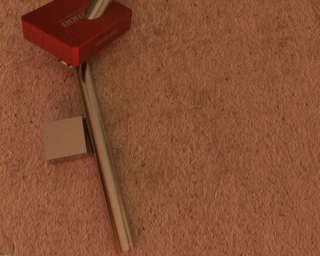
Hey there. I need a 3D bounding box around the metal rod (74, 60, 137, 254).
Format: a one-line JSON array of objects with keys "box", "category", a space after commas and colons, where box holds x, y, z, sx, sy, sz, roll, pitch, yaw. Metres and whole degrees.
[{"box": [-0.082, 0.006, 0.404, 0.025, 0.025, 0.299, -15, 71, -6], "category": "metal rod"}]

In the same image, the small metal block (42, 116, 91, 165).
[{"box": [-0.120, 0.016, 0.401, 0.050, 0.025, 0.050, -11, 71, -5], "category": "small metal block"}]

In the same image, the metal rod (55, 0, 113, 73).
[{"box": [-0.068, -0.212, 0.449, 0.025, 0.025, 0.299, 22, 74, 7], "category": "metal rod"}]

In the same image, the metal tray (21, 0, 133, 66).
[{"box": [-0.111, -0.147, 0.432, 0.090, 0.030, 0.131, 30, 50, 10], "category": "metal tray"}]
